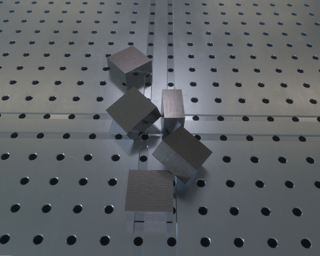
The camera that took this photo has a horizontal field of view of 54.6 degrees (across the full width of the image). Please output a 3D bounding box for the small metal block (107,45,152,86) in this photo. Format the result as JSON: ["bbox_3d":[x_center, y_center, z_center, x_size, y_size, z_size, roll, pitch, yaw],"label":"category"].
[{"bbox_3d":[-0.048,-0.100,0.491,0.050,0.025,0.050,-32,57,-24],"label":"small metal block"}]

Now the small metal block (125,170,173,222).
[{"bbox_3d":[-0.011,0.075,0.345,0.050,0.025,0.050,1,50,1],"label":"small metal block"}]

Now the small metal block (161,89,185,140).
[{"bbox_3d":[0.015,-0.015,0.404,0.025,0.050,0.050,0,50,-4],"label":"small metal block"}]

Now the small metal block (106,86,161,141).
[{"bbox_3d":[-0.035,-0.020,0.415,0.050,0.025,0.050,-42,60,-8],"label":"small metal block"}]

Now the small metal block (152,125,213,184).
[{"bbox_3d":[0.027,0.030,0.362,0.050,0.025,0.050,41,34,9],"label":"small metal block"}]
